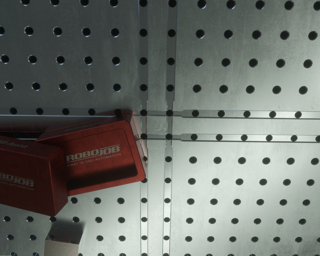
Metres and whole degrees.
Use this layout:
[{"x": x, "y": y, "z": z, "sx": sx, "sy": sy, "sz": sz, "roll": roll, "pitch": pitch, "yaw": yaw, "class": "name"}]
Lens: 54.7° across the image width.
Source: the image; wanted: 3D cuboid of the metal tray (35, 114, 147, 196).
[{"x": -0.092, "y": 0.039, "z": 0.424, "sx": 0.131, "sy": 0.030, "sz": 0.089, "roll": -13, "pitch": 110, "yaw": 4, "class": "metal tray"}]

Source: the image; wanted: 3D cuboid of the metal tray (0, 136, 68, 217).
[{"x": -0.190, "y": 0.060, "z": 0.409, "sx": 0.131, "sy": 0.030, "sz": 0.089, "roll": 9, "pitch": 116, "yaw": 13, "class": "metal tray"}]

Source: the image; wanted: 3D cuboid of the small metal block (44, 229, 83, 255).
[{"x": -0.151, "y": 0.189, "z": 0.482, "sx": 0.050, "sy": 0.025, "sz": 0.050, "roll": 10, "pitch": 110, "yaw": -4, "class": "small metal block"}]
